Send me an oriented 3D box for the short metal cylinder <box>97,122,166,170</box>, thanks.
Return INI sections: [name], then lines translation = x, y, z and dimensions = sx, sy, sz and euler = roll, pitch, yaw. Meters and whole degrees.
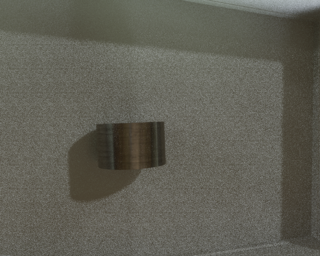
[short metal cylinder]
translation = -0.034, 0.019, 0.370
dimensions = 0.081, 0.080, 0.050
euler = -3, 91, -20
